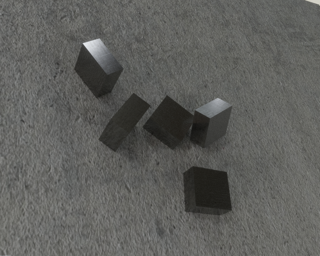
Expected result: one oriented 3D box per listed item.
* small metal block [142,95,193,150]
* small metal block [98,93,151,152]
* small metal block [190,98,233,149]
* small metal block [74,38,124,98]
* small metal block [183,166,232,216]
[{"bbox_3d":[0.013,-0.008,0.415,0.050,0.025,0.050,37,51,-3],"label":"small metal block"},{"bbox_3d":[-0.042,-0.006,0.368,0.025,0.050,0.050,37,51,-4],"label":"small metal block"},{"bbox_3d":[0.070,-0.007,0.426,0.025,0.050,0.050,33,44,33],"label":"small metal block"},{"bbox_3d":[-0.078,-0.075,0.391,0.025,0.050,0.050,-32,80,-38],"label":"small metal block"},{"bbox_3d":[0.059,0.079,0.387,0.050,0.025,0.050,13,57,-21],"label":"small metal block"}]
